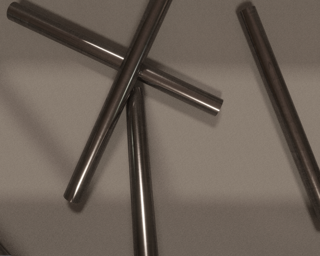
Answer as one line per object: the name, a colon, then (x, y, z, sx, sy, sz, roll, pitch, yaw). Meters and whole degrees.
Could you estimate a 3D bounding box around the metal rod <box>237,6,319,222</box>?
metal rod: (0.170, -0.018, 0.413, 0.025, 0.025, 0.299, -22, 90, 0)

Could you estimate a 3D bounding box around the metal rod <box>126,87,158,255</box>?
metal rod: (-0.019, 0.083, 0.343, 0.025, 0.025, 0.299, -6, 62, 0)

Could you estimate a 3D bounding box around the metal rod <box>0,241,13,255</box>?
metal rod: (-0.200, 0.068, 0.291, 0.025, 0.025, 0.300, -39, 91, 0)

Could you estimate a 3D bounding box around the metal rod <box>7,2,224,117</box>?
metal rod: (-0.058, -0.090, 0.410, 0.301, 0.025, 0.025, 25, 90, -1)

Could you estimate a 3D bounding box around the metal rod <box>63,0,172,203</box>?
metal rod: (-0.052, -0.041, 0.390, 0.025, 0.025, 0.298, 25, 98, -1)
